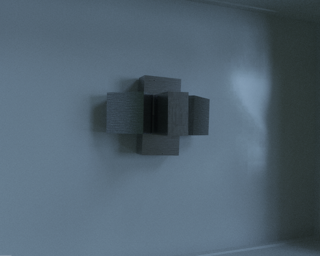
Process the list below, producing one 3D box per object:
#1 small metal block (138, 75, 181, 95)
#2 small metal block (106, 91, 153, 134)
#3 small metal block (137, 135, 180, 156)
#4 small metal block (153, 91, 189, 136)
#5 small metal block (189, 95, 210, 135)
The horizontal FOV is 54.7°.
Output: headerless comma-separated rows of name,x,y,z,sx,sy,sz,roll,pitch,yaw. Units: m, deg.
small metal block,-0.001,-0.040,0.407,0.050,0.025,0.050,3,89,-21
small metal block,-0.037,-0.018,0.380,0.050,0.025,0.050,1,90,23
small metal block,-0.002,0.010,0.407,0.050,0.025,0.050,3,89,-20
small metal block,0.012,-0.016,0.372,0.025,0.050,0.050,1,90,-21
small metal block,0.044,-0.016,0.412,0.050,0.025,0.050,2,90,-59
